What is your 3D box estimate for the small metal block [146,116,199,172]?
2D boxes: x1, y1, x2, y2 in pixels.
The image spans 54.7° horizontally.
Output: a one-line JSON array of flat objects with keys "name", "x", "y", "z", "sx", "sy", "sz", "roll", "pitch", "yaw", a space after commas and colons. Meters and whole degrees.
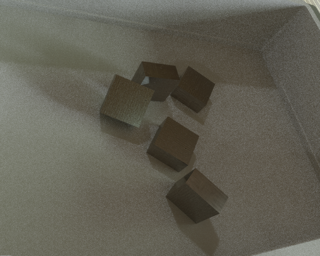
[{"name": "small metal block", "x": 0.017, "y": 0.021, "z": 0.404, "sx": 0.050, "sy": 0.025, "sz": 0.050, "roll": 32, "pitch": 51, "yaw": -8}]

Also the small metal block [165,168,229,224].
[{"name": "small metal block", "x": 0.042, "y": 0.081, "z": 0.365, "sx": 0.050, "sy": 0.050, "sz": 0.025, "roll": 42, "pitch": 51, "yaw": 0}]

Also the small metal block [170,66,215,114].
[{"name": "small metal block", "x": 0.050, "y": -0.059, "z": 0.470, "sx": 0.050, "sy": 0.025, "sz": 0.050, "roll": 33, "pitch": 51, "yaw": -7}]

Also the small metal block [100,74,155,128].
[{"name": "small metal block", "x": -0.042, "y": -0.034, "z": 0.388, "sx": 0.050, "sy": 0.025, "sz": 0.050, "roll": 22, "pitch": 95, "yaw": -16}]

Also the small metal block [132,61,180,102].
[{"name": "small metal block", "x": -0.009, "y": -0.062, "z": 0.424, "sx": 0.050, "sy": 0.050, "sz": 0.025, "roll": 2, "pitch": 59, "yaw": -28}]
